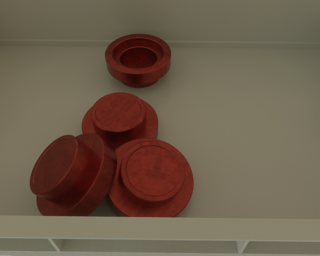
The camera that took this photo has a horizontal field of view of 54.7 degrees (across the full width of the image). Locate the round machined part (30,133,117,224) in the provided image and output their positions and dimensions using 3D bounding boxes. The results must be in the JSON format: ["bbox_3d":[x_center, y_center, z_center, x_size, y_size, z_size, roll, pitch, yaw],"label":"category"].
[{"bbox_3d":[-0.096,0.046,0.324,0.098,0.042,0.098,-24,44,26],"label":"round machined part"}]

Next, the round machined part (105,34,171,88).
[{"bbox_3d":[-0.032,-0.099,0.477,0.099,0.042,0.098,0,50,0],"label":"round machined part"}]

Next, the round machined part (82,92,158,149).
[{"bbox_3d":[-0.052,-0.009,0.401,0.099,0.042,0.098,0,50,0],"label":"round machined part"}]

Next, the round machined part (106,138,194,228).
[{"bbox_3d":[-0.010,0.053,0.335,0.099,0.042,0.098,6,58,-10],"label":"round machined part"}]
